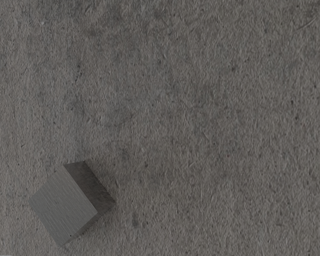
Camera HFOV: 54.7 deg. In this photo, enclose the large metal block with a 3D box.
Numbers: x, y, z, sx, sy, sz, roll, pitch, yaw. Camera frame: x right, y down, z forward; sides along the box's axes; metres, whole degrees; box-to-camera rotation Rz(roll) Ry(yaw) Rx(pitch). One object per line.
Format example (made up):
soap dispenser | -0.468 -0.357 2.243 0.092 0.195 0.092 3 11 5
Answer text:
large metal block | -0.124 0.105 0.440 0.080 0.050 0.080 -44 77 14
